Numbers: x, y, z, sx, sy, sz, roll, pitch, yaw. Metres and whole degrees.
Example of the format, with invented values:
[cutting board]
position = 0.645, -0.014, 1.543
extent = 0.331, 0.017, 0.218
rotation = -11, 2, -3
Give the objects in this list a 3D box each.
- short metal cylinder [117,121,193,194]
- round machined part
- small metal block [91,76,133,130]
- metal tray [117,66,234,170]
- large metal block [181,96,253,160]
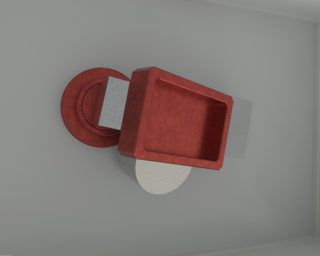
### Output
[short metal cylinder]
position = -0.006, 0.035, 0.382
extent = 0.081, 0.050, 0.079
rotation = -9, 108, -30
[round machined part]
position = -0.068, -0.025, 0.375
extent = 0.099, 0.042, 0.097
rotation = 0, 90, -21
[small metal block]
position = -0.052, -0.025, 0.332
extent = 0.025, 0.050, 0.050
rotation = 13, 86, -20
[metal tray]
position = 0.023, -0.005, 0.341
extent = 0.131, 0.030, 0.090
rotation = 13, 86, -39
[large metal block]
position = 0.073, -0.004, 0.423
extent = 0.081, 0.050, 0.080
rotation = 11, 87, -20
